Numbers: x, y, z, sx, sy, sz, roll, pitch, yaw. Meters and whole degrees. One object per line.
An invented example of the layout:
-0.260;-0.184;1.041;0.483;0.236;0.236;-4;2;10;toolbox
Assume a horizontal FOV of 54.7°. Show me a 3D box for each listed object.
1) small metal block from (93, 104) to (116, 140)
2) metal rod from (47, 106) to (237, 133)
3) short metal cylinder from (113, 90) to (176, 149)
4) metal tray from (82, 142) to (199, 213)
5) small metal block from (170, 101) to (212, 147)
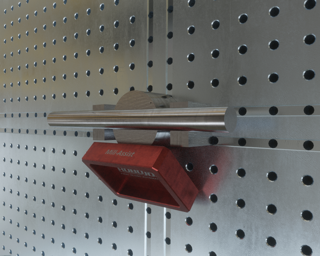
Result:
-0.070;-0.008;0.451;0.025;0.050;0.050;-1;90;40;small metal block
-0.049;-0.011;0.384;0.300;0.025;0.025;1;91;40;metal rod
-0.017;-0.007;0.407;0.080;0.050;0.080;0;90;40;short metal cylinder
-0.027;0.060;0.392;0.130;0.090;0.030;1;48;40;metal tray
0.037;-0.004;0.363;0.025;0.050;0.050;-1;90;40;small metal block
